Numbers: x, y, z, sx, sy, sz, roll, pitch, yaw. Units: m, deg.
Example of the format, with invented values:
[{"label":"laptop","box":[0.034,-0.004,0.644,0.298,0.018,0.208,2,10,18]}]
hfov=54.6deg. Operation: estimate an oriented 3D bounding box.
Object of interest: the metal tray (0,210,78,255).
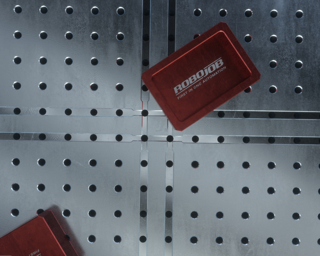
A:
[{"label":"metal tray","box":[-0.185,0.181,0.410,0.130,0.030,0.090,-31,90,0]}]

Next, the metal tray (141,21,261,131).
[{"label":"metal tray","box":[0.053,-0.066,0.411,0.130,0.030,0.090,-34,90,0]}]
